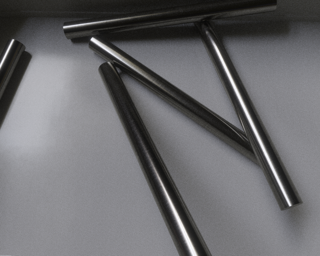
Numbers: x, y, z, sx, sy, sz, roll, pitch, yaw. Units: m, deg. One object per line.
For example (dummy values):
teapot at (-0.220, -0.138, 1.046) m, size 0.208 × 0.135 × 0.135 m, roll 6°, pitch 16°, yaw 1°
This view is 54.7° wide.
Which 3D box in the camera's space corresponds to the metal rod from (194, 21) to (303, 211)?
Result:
metal rod at (0.104, -0.041, 0.407) m, size 0.025 × 0.025 × 0.299 m, roll -15°, pitch 64°, yaw -6°

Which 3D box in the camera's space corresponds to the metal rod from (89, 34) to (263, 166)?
metal rod at (0.024, -0.041, 0.424) m, size 0.300 × 0.025 × 0.025 m, roll 36°, pitch 74°, yaw 11°

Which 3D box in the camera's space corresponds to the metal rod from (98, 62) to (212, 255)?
metal rod at (-0.019, 0.018, 0.346) m, size 0.025 × 0.025 × 0.300 m, roll -22°, pitch 50°, yaw -8°

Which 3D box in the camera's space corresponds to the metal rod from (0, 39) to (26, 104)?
metal rod at (-0.244, 0.015, 0.401) m, size 0.025 × 0.025 × 0.299 m, roll 13°, pitch 70°, yaw 4°

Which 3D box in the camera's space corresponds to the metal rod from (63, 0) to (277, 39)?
metal rod at (0.010, -0.160, 0.447) m, size 0.302 × 0.025 × 0.025 m, roll -6°, pitch 70°, yaw 5°
